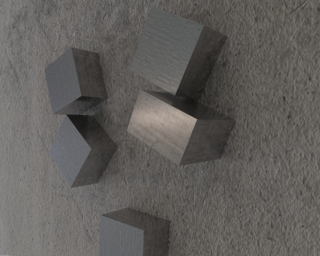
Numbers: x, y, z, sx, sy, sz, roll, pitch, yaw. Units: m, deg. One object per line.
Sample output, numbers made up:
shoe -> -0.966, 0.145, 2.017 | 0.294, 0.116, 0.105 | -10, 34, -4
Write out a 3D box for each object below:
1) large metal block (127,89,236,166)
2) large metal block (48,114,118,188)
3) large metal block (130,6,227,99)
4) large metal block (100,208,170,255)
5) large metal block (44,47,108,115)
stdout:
large metal block -> 0.024, -0.003, 0.349 | 0.080, 0.081, 0.050 | 31, 110, 35
large metal block -> -0.124, 0.035, 0.491 | 0.080, 0.050, 0.080 | 47, 118, 30
large metal block -> 0.020, -0.090, 0.372 | 0.080, 0.050, 0.079 | 35, 111, 34
large metal block -> -0.036, 0.161, 0.418 | 0.080, 0.050, 0.079 | 4, 93, 40
large metal block -> -0.137, -0.072, 0.502 | 0.080, 0.050, 0.080 | -23, 76, 37
